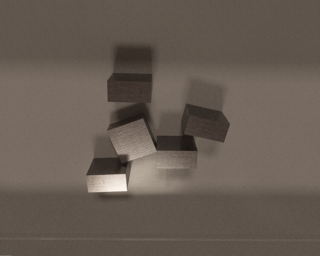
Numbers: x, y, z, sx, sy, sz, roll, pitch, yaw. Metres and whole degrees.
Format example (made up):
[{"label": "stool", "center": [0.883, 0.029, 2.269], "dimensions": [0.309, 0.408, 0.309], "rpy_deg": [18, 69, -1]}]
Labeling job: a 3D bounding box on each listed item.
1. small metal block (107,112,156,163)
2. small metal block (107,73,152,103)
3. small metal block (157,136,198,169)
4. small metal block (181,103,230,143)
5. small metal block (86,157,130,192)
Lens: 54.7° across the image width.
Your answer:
[{"label": "small metal block", "center": [-0.036, 0.013, 0.416], "dimensions": [0.050, 0.025, 0.050], "rpy_deg": [-19, 109, 6]}, {"label": "small metal block", "center": [-0.035, -0.050, 0.379], "dimensions": [0.050, 0.050, 0.025], "rpy_deg": [1, 110, -1]}, {"label": "small metal block", "center": [0.021, 0.031, 0.410], "dimensions": [0.050, 0.050, 0.025], "rpy_deg": [1, 110, -1]}, {"label": "small metal block", "center": [0.057, -0.007, 0.396], "dimensions": [0.050, 0.050, 0.025], "rpy_deg": [12, 110, -5]}, {"label": "small metal block", "center": [-0.068, 0.062, 0.420], "dimensions": [0.050, 0.050, 0.025], "rpy_deg": [-2, 110, 0]}]
